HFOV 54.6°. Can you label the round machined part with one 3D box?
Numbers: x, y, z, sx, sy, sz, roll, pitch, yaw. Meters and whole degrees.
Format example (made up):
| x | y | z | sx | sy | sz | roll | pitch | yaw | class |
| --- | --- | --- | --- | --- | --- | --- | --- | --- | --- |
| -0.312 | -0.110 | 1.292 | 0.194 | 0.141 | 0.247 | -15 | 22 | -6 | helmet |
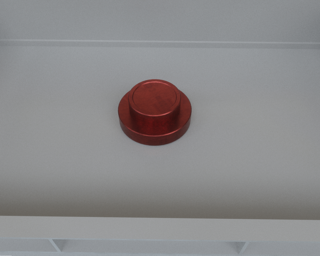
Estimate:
| x | y | z | sx | sy | sz | roll | pitch | yaw | class |
| --- | --- | --- | --- | --- | --- | --- | --- | --- | --- |
| -0.007 | -0.028 | 0.414 | 0.099 | 0.042 | 0.098 | 0 | 50 | 0 | round machined part |
